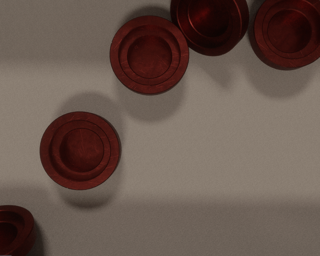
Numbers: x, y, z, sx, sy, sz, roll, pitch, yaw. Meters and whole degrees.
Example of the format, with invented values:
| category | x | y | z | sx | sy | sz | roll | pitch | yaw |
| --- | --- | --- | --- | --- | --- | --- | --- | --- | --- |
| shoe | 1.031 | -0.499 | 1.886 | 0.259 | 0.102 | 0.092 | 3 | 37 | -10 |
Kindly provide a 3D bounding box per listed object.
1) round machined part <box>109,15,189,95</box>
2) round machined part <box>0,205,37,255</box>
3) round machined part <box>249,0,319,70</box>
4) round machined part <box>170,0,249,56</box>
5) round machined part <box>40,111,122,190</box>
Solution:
| category | x | y | z | sx | sy | sz | roll | pitch | yaw |
| --- | --- | --- | --- | --- | --- | --- | --- | --- | --- |
| round machined part | -0.013 | -0.091 | 0.403 | 0.099 | 0.042 | 0.097 | 0 | 90 | -1 |
| round machined part | -0.203 | 0.142 | 0.378 | 0.099 | 0.098 | 0.042 | -1 | 116 | -1 |
| round machined part | 0.165 | -0.124 | 0.405 | 0.099 | 0.042 | 0.097 | 0 | 90 | -1 |
| round machined part | 0.065 | -0.142 | 0.384 | 0.098 | 0.098 | 0.042 | 44 | 58 | -1 |
| round machined part | -0.099 | 0.028 | 0.402 | 0.099 | 0.042 | 0.097 | 0 | 90 | -1 |
